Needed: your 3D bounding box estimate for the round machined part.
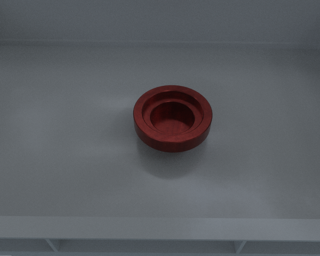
[{"bbox_3d":[0.016,-0.007,0.400,0.099,0.042,0.098,0,50,0],"label":"round machined part"}]
